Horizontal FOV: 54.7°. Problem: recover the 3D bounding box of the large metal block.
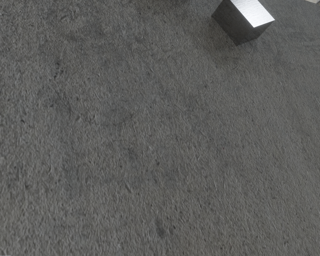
[{"bbox_3d":[0.163,-0.216,0.607,0.081,0.050,0.080,-29,78,-37],"label":"large metal block"}]
